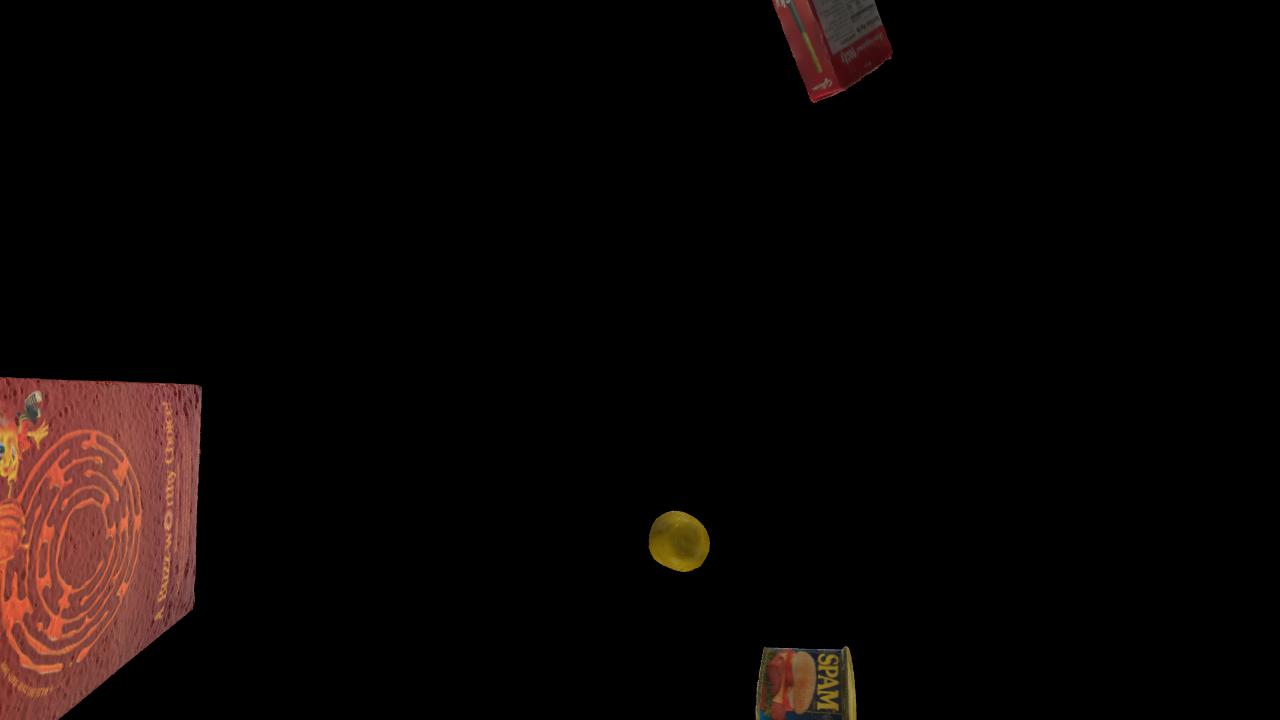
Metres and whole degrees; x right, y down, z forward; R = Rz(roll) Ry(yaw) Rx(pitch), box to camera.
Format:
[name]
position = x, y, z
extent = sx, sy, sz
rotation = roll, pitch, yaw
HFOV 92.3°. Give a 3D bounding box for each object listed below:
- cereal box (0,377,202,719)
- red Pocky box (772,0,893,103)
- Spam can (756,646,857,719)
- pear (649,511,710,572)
[cereal box]
position = -0.380, 0.112, 0.389
extent = 0.081, 0.203, 0.306
rotation = 1, -3, -16
[red Pocky box]
position = 0.113, -0.258, 0.405
extent = 0.083, 0.155, 0.028
rotation = -41, 21, -33
[Spam can]
position = 0.160, 0.325, 0.588
extent = 0.085, 0.058, 0.101
rotation = -8, 14, 20
[pear]
position = 0.043, 0.242, 0.817
extent = 0.080, 0.080, 0.111
rotation = 0, -19, -22
